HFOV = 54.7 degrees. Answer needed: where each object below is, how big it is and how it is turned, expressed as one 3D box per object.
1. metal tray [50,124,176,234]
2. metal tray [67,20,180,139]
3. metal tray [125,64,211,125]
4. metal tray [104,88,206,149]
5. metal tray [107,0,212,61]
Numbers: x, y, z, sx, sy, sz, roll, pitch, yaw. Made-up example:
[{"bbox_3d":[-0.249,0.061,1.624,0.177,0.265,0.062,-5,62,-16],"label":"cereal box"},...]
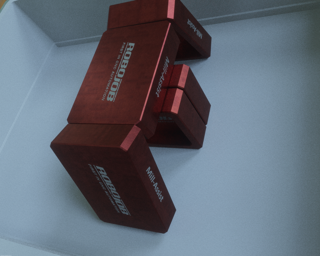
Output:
[{"bbox_3d":[-0.044,0.055,0.324,0.090,0.129,0.030,1,41,28],"label":"metal tray"},{"bbox_3d":[-0.037,-0.054,0.337,0.090,0.030,0.130,1,62,28],"label":"metal tray"},{"bbox_3d":[-0.012,-0.037,0.391,0.130,0.090,0.030,1,62,28],"label":"metal tray"},{"bbox_3d":[-0.020,-0.009,0.379,0.130,0.090,0.030,1,62,28],"label":"metal tray"},{"bbox_3d":[0.004,-0.124,0.410,0.090,0.131,0.030,1,83,28],"label":"metal tray"}]
